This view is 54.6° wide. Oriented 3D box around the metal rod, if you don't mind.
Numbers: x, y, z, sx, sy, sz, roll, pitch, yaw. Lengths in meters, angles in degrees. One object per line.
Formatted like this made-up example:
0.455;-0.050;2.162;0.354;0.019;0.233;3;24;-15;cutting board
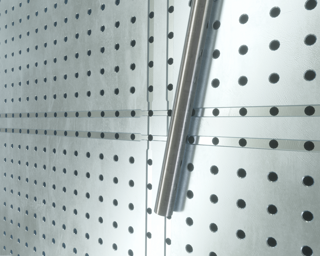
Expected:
0.030;-0.035;0.385;0.025;0.025;0.298;17;101;39;metal rod
